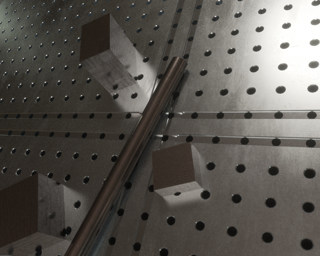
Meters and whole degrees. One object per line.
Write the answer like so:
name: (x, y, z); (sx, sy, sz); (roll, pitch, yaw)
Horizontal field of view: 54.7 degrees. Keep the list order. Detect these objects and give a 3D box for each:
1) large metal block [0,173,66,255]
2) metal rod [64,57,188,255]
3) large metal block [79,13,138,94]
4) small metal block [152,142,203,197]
large metal block: (-0.176, 0.118, 0.410); (0.080, 0.050, 0.080); (-25, 53, 12)
metal rod: (-0.037, 0.032, 0.406); (0.025, 0.025, 0.300); (16, 70, 34)
large metal block: (-0.078, -0.115, 0.482); (0.050, 0.080, 0.080); (-18, 55, 17)
small metal block: (0.019, 0.049, 0.367); (0.050, 0.025, 0.050); (-16, 55, 18)
